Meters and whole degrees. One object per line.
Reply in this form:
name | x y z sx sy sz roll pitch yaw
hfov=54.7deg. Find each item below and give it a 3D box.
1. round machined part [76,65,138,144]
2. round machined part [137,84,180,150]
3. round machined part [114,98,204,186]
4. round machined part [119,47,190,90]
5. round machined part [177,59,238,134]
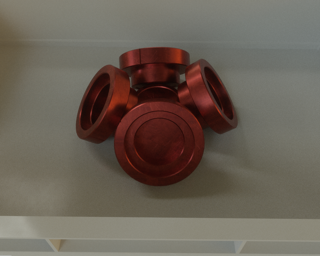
round machined part | -0.064 -0.026 0.389 0.042 0.098 0.098 22 41 -32
round machined part | -0.003 -0.021 0.409 0.099 0.042 0.098 0 50 0
round machined part | -0.001 0.013 0.356 0.099 0.097 0.042 -1 14 -1
round machined part | -0.007 -0.078 0.433 0.099 0.098 0.042 -3 88 -3
round machined part | 0.058 -0.036 0.400 0.042 0.098 0.098 -27 45 25
